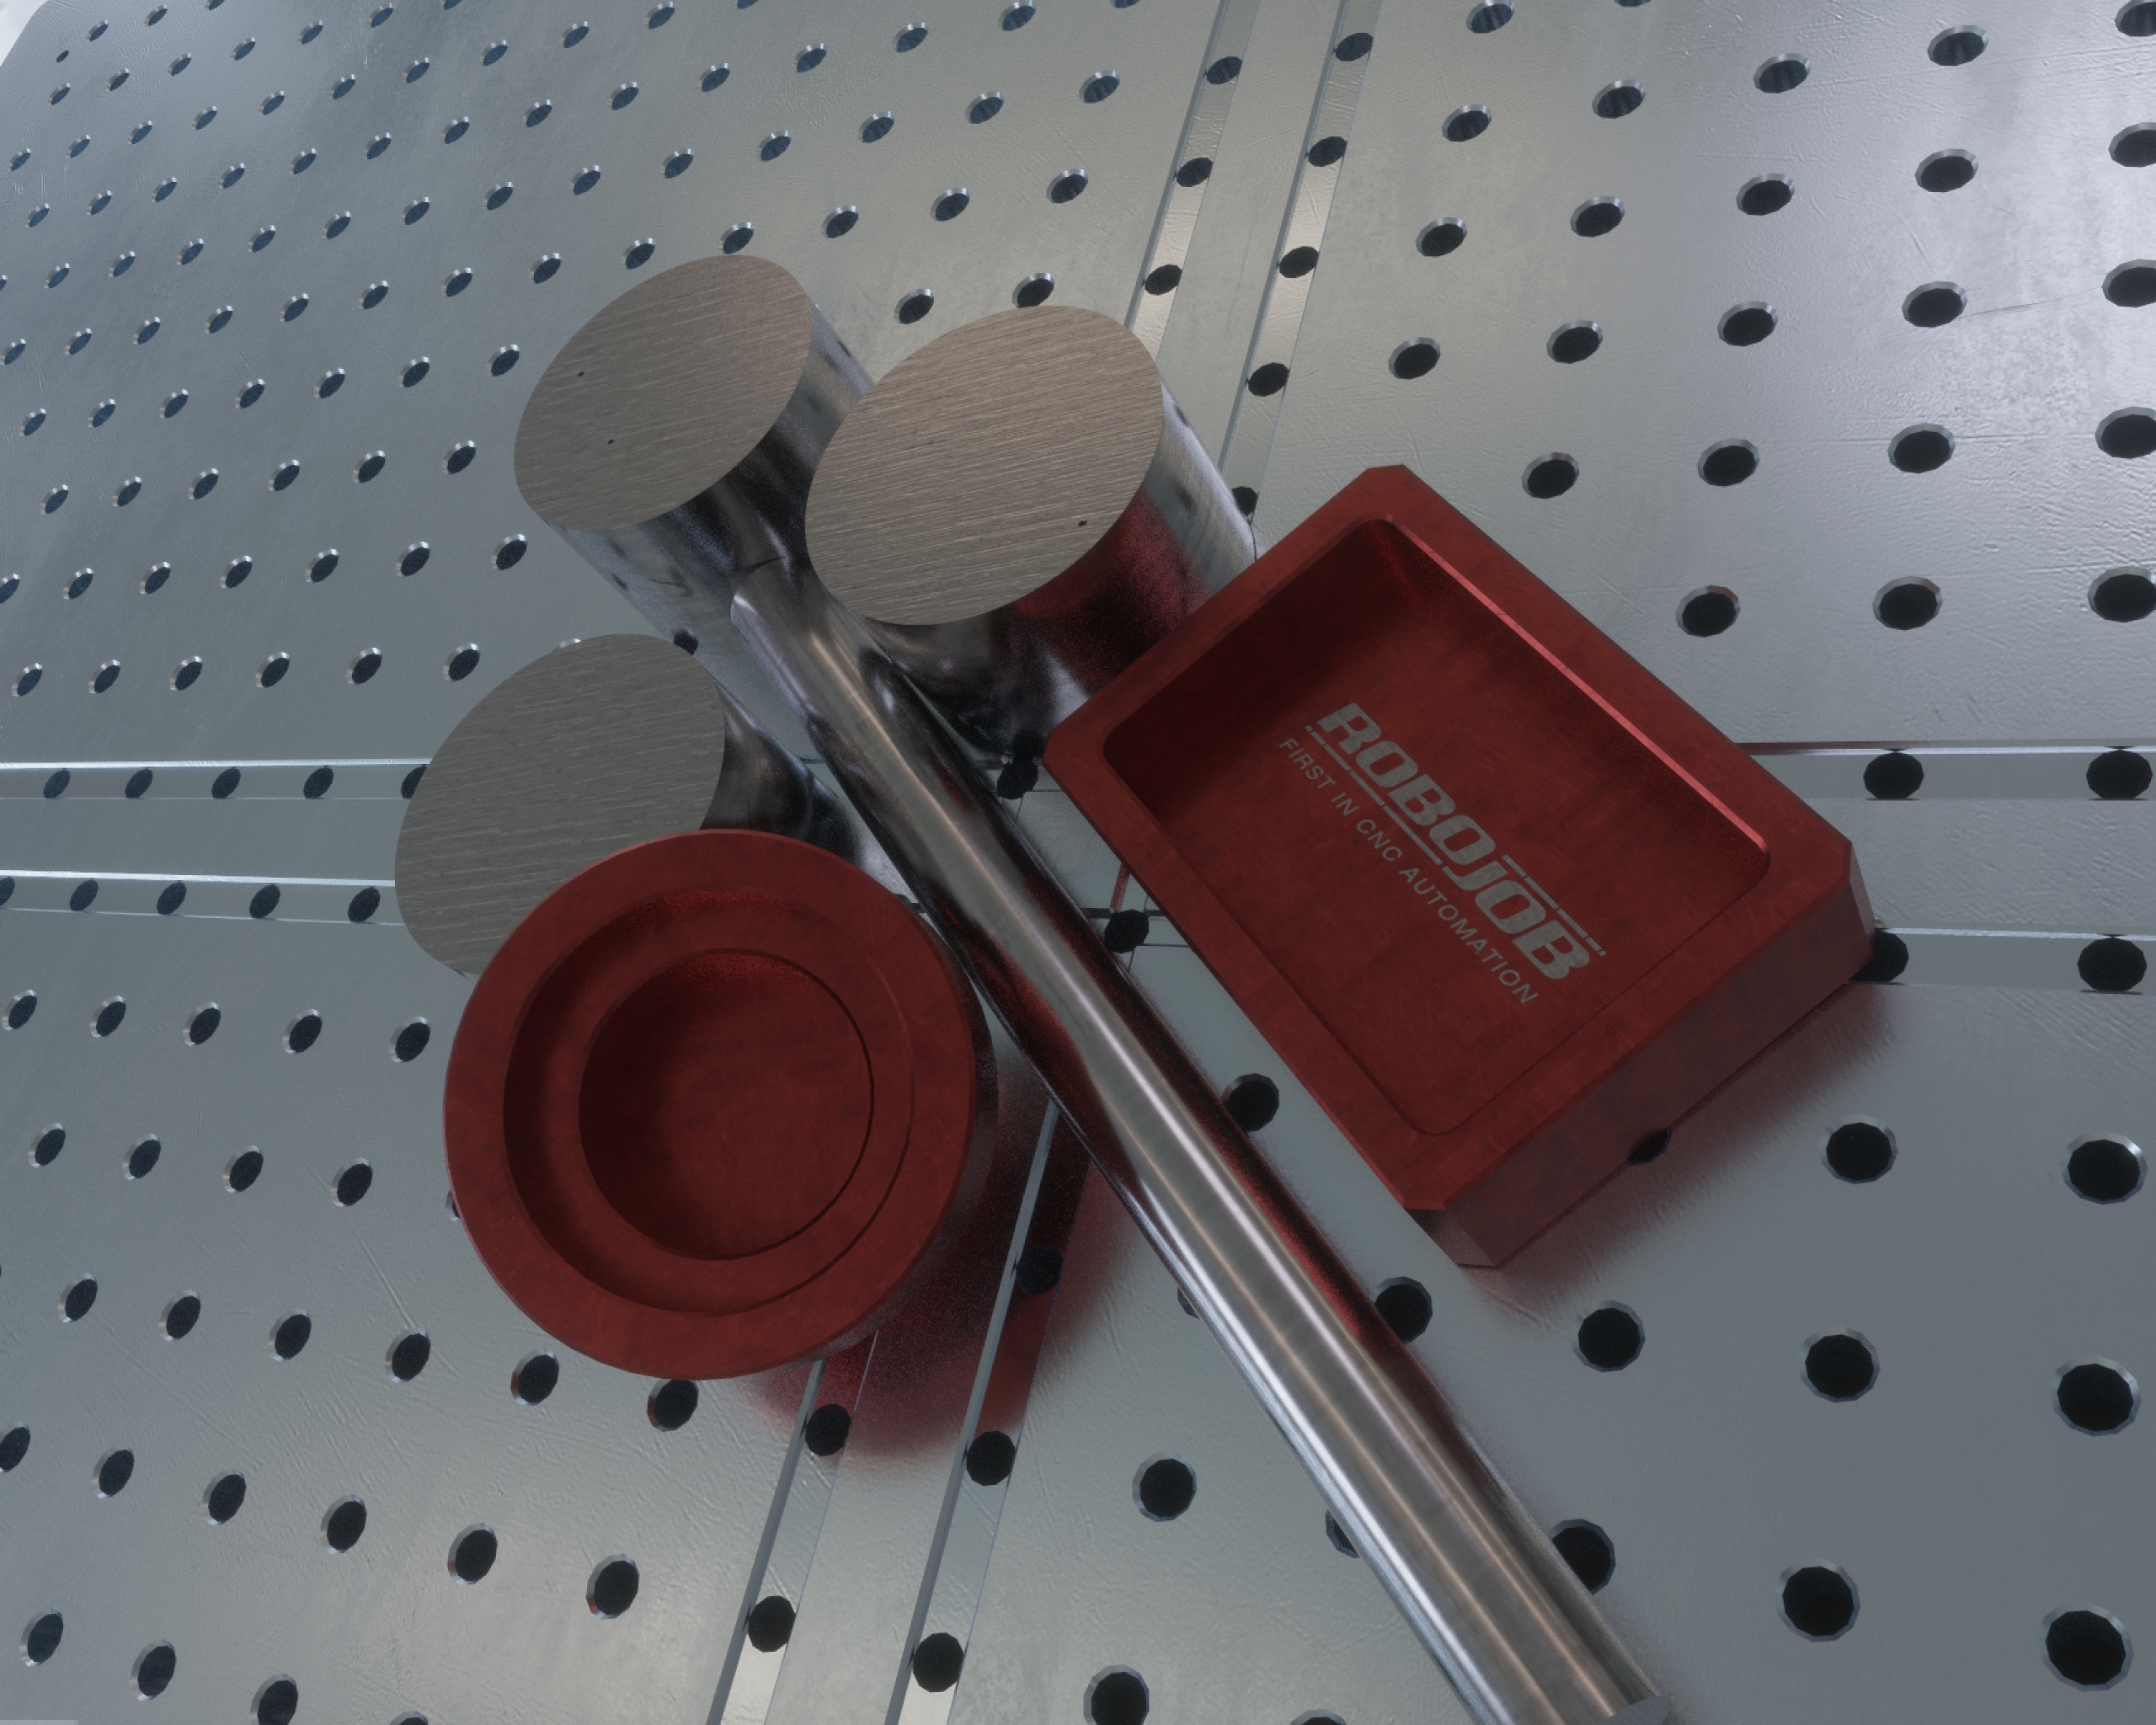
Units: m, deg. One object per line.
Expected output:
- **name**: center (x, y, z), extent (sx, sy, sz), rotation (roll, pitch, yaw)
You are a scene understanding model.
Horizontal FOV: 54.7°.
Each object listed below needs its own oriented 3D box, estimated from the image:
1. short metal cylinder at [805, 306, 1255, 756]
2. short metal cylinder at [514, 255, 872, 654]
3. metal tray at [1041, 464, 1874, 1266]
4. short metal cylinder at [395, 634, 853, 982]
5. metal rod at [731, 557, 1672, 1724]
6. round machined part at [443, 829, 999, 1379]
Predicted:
- **short metal cylinder**: center (-0.009, -0.069, 0.439), extent (0.080, 0.050, 0.080), rotation (-13, 56, 21)
- **short metal cylinder**: center (-0.085, -0.097, 0.497), extent (0.080, 0.050, 0.080), rotation (-13, 56, 21)
- **metal tray**: center (0.063, -0.005, 0.374), extent (0.090, 0.030, 0.130), rotation (-40, 51, 2)
- **short metal cylinder**: center (-0.096, -0.001, 0.443), extent (0.080, 0.050, 0.080), rotation (-13, 56, 21)
- **metal rod**: center (0.003, 0.033, 0.387), extent (0.025, 0.025, 0.300), rotation (-39, 51, 2)
- **round machined part**: center (-0.063, 0.046, 0.389), extent (0.098, 0.042, 0.098), rotation (-2, 78, 9)
